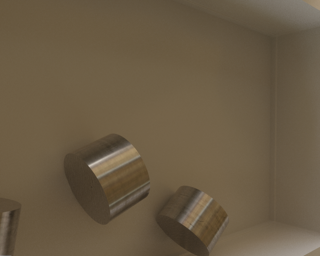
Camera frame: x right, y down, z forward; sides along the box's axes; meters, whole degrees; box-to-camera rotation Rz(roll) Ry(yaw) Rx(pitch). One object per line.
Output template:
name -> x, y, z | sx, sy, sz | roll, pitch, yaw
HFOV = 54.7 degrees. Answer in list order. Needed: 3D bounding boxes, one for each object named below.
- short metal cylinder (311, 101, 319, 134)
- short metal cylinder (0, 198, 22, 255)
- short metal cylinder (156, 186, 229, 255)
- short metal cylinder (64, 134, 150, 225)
short metal cylinder -> 0.398, -0.025, 0.726 | 0.081, 0.050, 0.080 | 0, 90, -40
short metal cylinder -> -0.155, 0.084, 0.241 | 0.081, 0.080, 0.050 | 11, 83, -40
short metal cylinder -> 0.042, 0.122, 0.406 | 0.050, 0.080, 0.080 | -48, 119, -29
short metal cylinder -> -0.056, 0.052, 0.324 | 0.050, 0.080, 0.080 | -28, 108, -37
